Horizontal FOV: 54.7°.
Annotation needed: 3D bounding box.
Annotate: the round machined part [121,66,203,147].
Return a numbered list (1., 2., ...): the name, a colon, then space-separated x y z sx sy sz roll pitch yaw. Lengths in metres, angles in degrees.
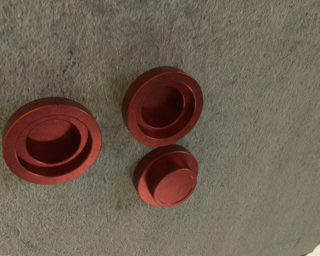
1. round machined part: 0.000 -0.029 0.377 0.099 0.042 0.097 -14 124 -21

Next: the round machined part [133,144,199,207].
1. round machined part: 0.014 0.076 0.450 0.099 0.042 0.097 -14 124 -21

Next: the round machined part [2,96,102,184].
1. round machined part: -0.117 0.010 0.338 0.099 0.042 0.097 -14 124 -21
